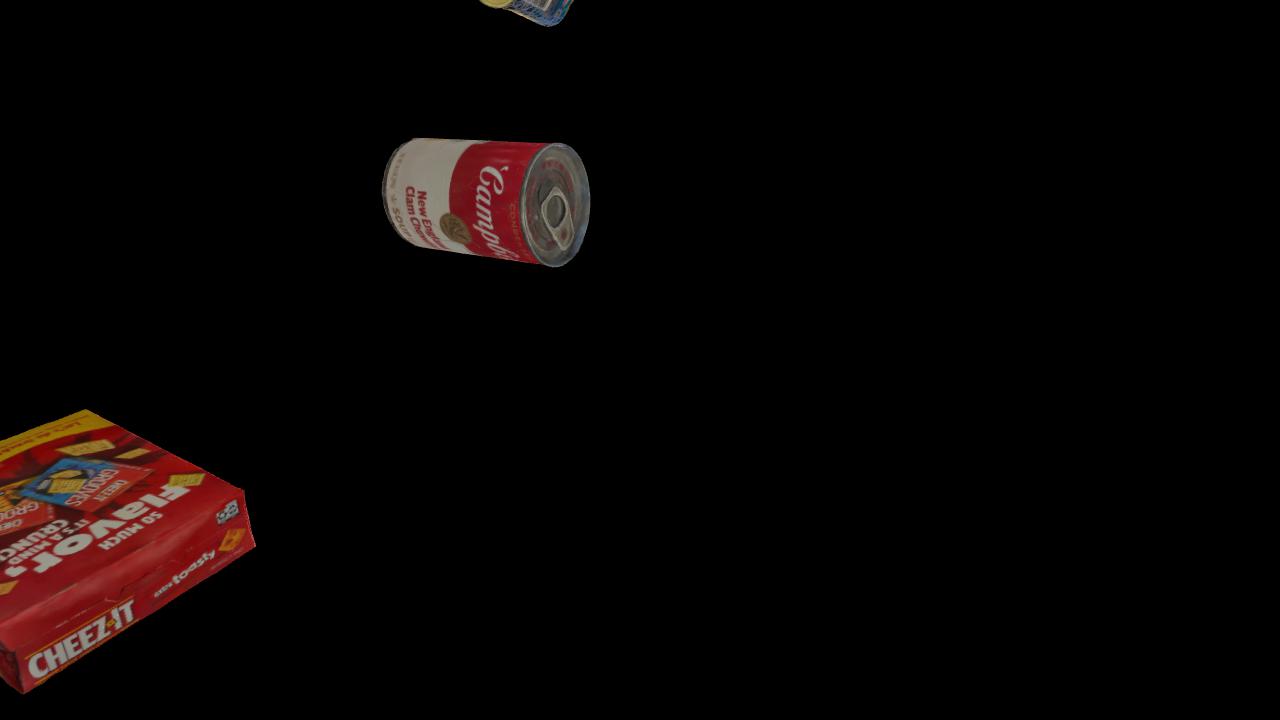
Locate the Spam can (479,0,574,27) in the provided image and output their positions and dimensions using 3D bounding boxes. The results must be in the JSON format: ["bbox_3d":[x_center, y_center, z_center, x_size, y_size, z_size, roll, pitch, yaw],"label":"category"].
[{"bbox_3d":[-0.100,-0.286,0.430,0.101,0.058,0.085,39,24,2],"label":"Spam can"}]

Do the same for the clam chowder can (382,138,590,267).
[{"bbox_3d":[-0.090,-0.094,0.361,0.102,0.068,0.068,12,5,24],"label":"clam chowder can"}]

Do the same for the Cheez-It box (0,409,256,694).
[{"bbox_3d":[-0.457,0.132,0.486,0.223,0.071,0.166,16,28,19],"label":"Cheez-It box"}]
